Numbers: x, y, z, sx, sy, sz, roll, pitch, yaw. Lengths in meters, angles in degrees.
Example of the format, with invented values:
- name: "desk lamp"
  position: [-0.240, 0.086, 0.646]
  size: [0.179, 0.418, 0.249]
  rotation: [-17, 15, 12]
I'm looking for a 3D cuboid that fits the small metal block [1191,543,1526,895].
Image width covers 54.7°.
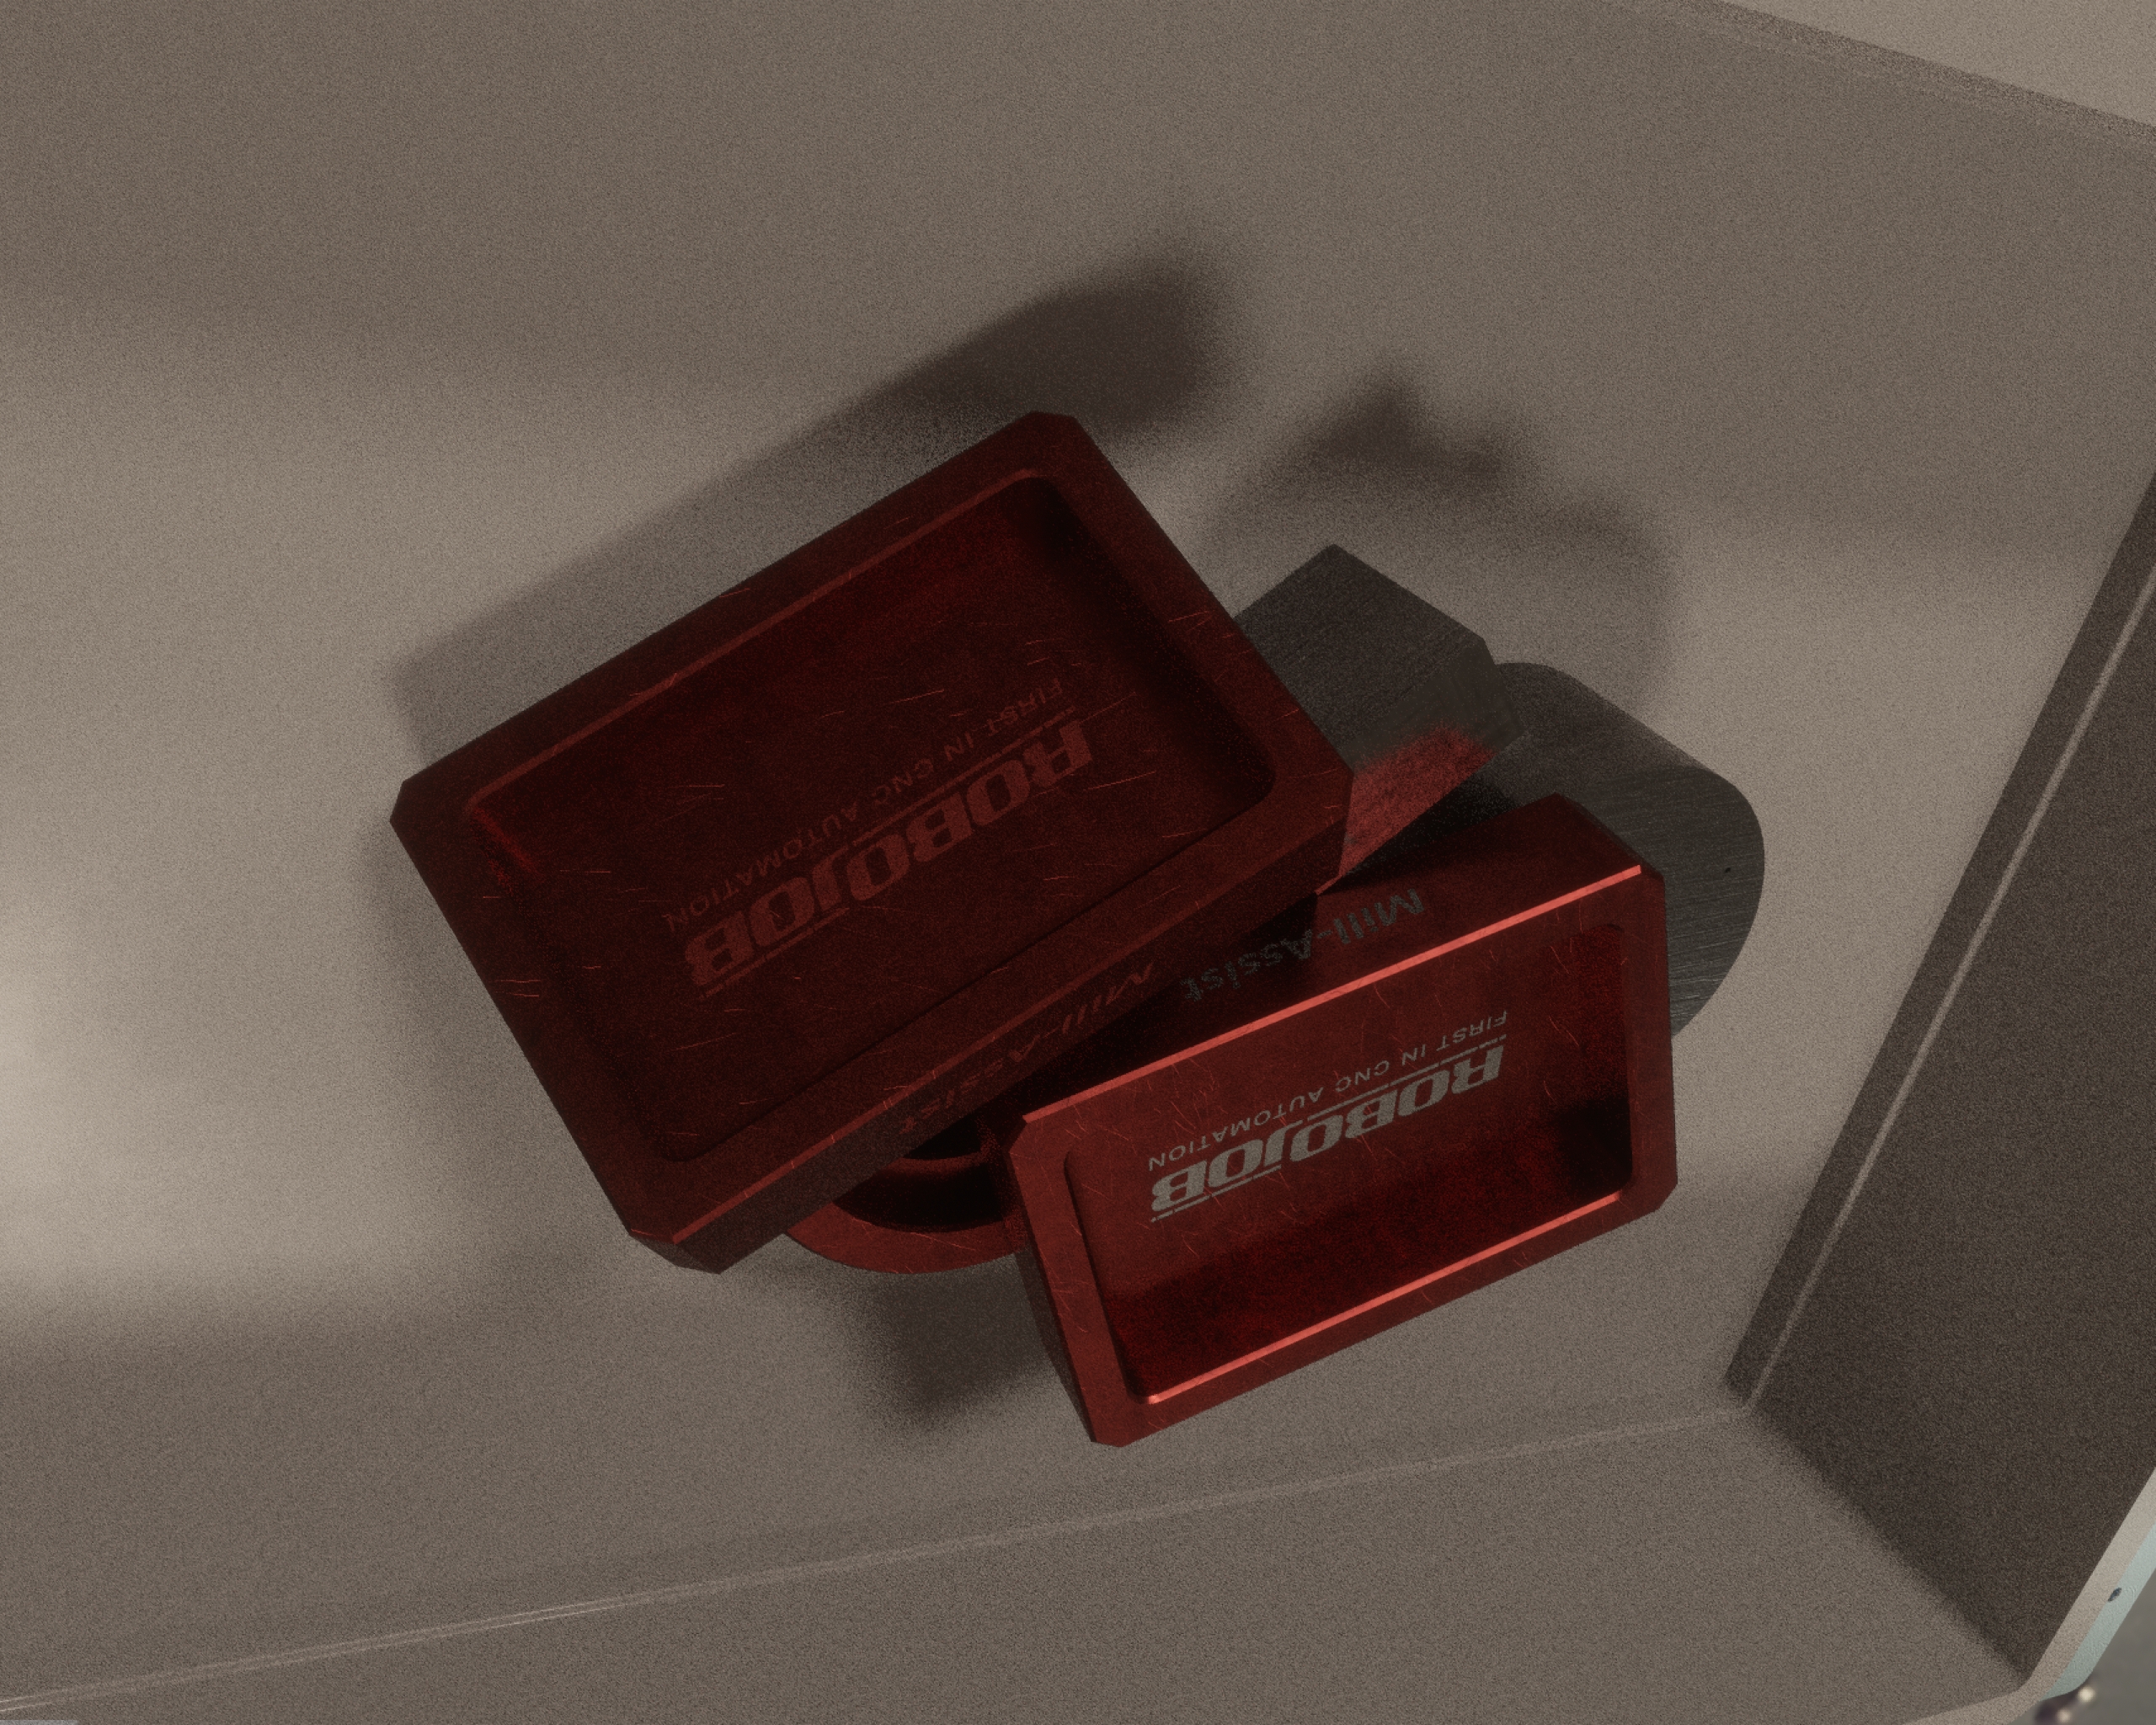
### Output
- name: "small metal block"
  position: [0.048, -0.029, 0.400]
  size: [0.050, 0.050, 0.025]
  rotation: [-38, 130, -5]

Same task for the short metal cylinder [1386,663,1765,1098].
- name: "short metal cylinder"
  position: [0.098, 0.004, 0.448]
  size: [0.081, 0.050, 0.079]
  rotation: [-14, 125, -21]

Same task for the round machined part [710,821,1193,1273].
- name: "round machined part"
  position: [-0.025, 0.028, 0.402]
  size: [0.099, 0.042, 0.097]
  rotation: [-14, 125, -21]

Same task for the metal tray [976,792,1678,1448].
- name: "metal tray"
  position: [0.050, 0.050, 0.402]
  size: [0.131, 0.030, 0.089]
  rotation: [-21, 126, -11]

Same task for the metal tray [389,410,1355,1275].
- name: "metal tray"
  position: [-0.032, -0.005, 0.342]
  size: [0.131, 0.090, 0.030]
  rotation: [-32, 161, -8]
